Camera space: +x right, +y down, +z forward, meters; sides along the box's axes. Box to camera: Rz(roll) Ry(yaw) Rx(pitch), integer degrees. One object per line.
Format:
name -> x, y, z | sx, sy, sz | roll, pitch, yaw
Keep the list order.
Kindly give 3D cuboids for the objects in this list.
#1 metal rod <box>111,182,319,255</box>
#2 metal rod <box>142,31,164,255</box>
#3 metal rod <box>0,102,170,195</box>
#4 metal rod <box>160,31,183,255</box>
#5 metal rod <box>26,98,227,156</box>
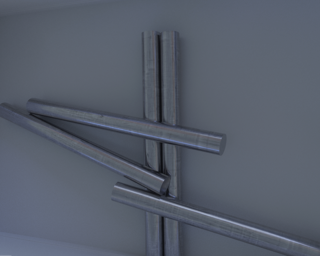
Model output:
metal rod -> 0.086, 0.116, 0.360 | 0.301, 0.025, 0.025 | 14, 95, 13
metal rod -> -0.009, 0.024, 0.410 | 0.025, 0.025, 0.298 | -1, 90, 19
metal rod -> -0.122, 0.021, 0.437 | 0.301, 0.025, 0.025 | 21, 97, 23
metal rod -> 0.015, 0.027, 0.401 | 0.025, 0.025, 0.298 | -1, 90, 19
metal rod -> -0.063, -0.008, 0.409 | 0.301, 0.025, 0.025 | 11, 94, 26
